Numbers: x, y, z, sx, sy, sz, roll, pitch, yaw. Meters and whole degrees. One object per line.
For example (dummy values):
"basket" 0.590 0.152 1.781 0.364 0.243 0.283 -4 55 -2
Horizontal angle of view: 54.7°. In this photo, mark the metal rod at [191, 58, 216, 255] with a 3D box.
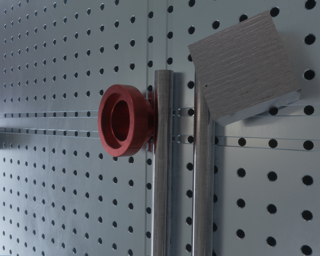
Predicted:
"metal rod" 0.051 0.064 0.366 0.025 0.025 0.298 2 91 40

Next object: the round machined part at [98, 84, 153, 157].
"round machined part" -0.044 -0.010 0.427 0.098 0.042 0.097 0 90 52

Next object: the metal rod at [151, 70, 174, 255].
"metal rod" 0.003 0.075 0.407 0.025 0.025 0.298 2 91 40

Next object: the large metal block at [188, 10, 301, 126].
"large metal block" 0.083 -0.055 0.309 0.080 0.050 0.080 -20 76 18
